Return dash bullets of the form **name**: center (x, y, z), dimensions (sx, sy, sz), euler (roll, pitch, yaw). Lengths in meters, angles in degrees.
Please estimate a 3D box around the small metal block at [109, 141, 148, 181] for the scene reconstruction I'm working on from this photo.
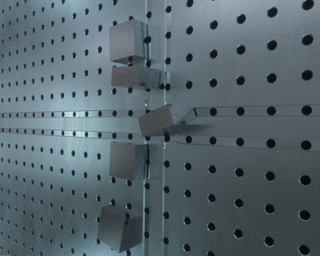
- **small metal block**: center (-0.046, 0.046, 0.445), dimensions (0.050, 0.025, 0.050), euler (4, 93, 39)

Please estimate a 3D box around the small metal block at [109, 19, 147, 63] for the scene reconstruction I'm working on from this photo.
- **small metal block**: center (-0.046, -0.123, 0.445), dimensions (0.050, 0.025, 0.050), euler (-3, 88, 39)

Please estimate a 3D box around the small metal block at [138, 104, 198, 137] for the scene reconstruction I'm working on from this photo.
- **small metal block**: center (0.010, -0.009, 0.383), dimensions (0.050, 0.050, 0.025), euler (-22, 76, 37)

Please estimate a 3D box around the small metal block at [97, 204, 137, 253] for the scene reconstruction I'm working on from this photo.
- **small metal block**: center (-0.064, 0.148, 0.460), dimensions (0.050, 0.025, 0.050), euler (17, 101, 38)

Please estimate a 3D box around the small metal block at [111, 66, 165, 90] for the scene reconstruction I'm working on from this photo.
- **small metal block**: center (-0.029, -0.066, 0.415), dimensions (0.050, 0.050, 0.025), euler (6, 94, 39)
